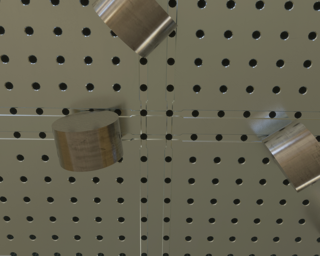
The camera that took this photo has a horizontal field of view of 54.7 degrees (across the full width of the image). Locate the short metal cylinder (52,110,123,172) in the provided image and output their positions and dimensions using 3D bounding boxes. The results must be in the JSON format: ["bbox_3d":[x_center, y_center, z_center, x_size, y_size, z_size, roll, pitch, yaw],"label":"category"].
[{"bbox_3d":[-0.089,0.014,0.388,0.080,0.080,0.050,-4,110,1],"label":"short metal cylinder"}]

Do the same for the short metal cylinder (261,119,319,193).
[{"bbox_3d":[0.175,0.036,0.399,0.050,0.080,0.080,-34,107,11],"label":"short metal cylinder"}]

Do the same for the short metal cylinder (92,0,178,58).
[{"bbox_3d":[-0.026,-0.123,0.338,0.050,0.080,0.080,-43,105,14],"label":"short metal cylinder"}]
